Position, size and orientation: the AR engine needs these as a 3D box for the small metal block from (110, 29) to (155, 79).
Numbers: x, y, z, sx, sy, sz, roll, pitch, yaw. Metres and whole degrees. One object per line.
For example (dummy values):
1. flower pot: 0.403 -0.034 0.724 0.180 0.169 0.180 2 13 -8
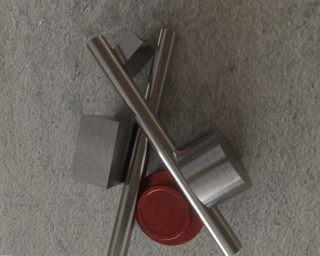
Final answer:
1. small metal block: -0.037 -0.096 0.409 0.050 0.050 0.025 -47 76 14

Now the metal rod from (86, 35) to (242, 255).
1. metal rod: 0.004 0.020 0.372 0.025 0.025 0.299 -34 88 16

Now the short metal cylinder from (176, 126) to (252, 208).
1. short metal cylinder: 0.063 0.045 0.359 0.050 0.080 0.080 -34 80 17

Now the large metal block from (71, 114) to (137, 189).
1. large metal block: -0.064 0.027 0.403 0.050 0.080 0.079 13 94 19

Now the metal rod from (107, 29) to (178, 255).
1. metal rod: -0.022 0.020 0.401 0.025 0.025 0.298 12 88 19

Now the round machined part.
1. round machined part: 0.010 0.103 0.398 0.098 0.042 0.097 0 90 19
